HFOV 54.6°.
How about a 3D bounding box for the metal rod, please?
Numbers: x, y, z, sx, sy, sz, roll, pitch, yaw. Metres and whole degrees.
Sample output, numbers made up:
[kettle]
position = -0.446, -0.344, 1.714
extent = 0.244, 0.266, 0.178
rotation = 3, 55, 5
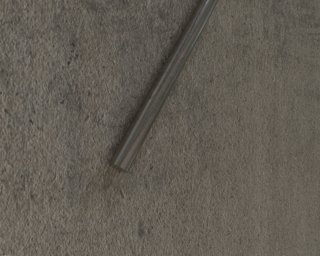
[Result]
[metal rod]
position = 0.015, -0.078, 0.415
extent = 0.025, 0.025, 0.300
rotation = 41, 65, -32
